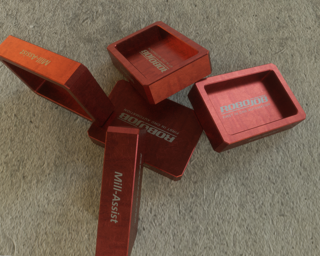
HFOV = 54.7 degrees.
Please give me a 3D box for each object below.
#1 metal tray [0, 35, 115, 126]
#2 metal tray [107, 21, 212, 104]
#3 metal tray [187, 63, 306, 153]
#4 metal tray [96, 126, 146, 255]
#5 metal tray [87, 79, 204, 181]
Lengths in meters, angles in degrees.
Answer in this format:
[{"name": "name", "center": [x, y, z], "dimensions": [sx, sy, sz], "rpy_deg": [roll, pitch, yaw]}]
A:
[{"name": "metal tray", "center": [-0.127, -0.057, 0.378], "dimensions": [0.130, 0.090, 0.030], "rpy_deg": [24, 71, 26]}, {"name": "metal tray", "center": [-0.005, -0.092, 0.409], "dimensions": [0.090, 0.030, 0.130], "rpy_deg": [-30, 44, -11]}, {"name": "metal tray", "center": [0.112, -0.029, 0.401], "dimensions": [0.131, 0.030, 0.090], "rpy_deg": [-16, 70, -22]}, {"name": "metal tray", "center": [-0.038, 0.063, 0.331], "dimensions": [0.030, 0.090, 0.129], "rpy_deg": [5, 91, 2]}, {"name": "metal tray", "center": [-0.015, 0.002, 0.406], "dimensions": [0.130, 0.030, 0.090], "rpy_deg": [24, 72, 8]}]
